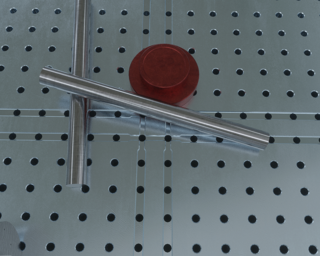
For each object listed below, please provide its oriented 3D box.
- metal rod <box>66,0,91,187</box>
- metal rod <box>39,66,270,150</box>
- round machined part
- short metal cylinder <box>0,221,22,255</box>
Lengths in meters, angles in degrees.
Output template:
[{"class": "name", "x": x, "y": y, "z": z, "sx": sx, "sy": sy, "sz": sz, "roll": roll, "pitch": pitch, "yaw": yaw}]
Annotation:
[{"class": "metal rod", "x": -0.112, "y": -0.069, "z": 0.435, "sx": 0.025, "sy": 0.025, "sz": 0.299, "roll": -3, "pitch": 70, "yaw": -2}, {"class": "metal rod", "x": -0.006, "y": -0.025, "z": 0.404, "sx": 0.302, "sy": 0.025, "sz": 0.025, "roll": 16, "pitch": 71, "yaw": -1}, {"class": "round machined part", "x": 0.006, "y": -0.077, "z": 0.431, "sx": 0.099, "sy": 0.042, "sz": 0.098, "roll": 0, "pitch": 70, "yaw": -1}, {"class": "short metal cylinder", "x": -0.188, "y": 0.144, "z": 0.328, "sx": 0.050, "sy": 0.080, "sz": 0.080, "roll": -10, "pitch": 71, "yaw": -4}]
